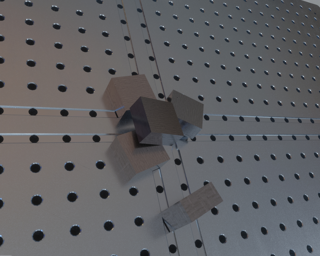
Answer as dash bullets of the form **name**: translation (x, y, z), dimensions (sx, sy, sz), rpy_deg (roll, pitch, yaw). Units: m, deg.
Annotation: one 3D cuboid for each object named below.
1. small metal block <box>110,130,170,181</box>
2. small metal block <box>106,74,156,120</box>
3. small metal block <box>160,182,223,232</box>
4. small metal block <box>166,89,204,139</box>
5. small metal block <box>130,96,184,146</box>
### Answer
- **small metal block**: translation (-0.024, 0.029, 0.377), dimensions (0.050, 0.025, 0.050), rpy_deg (-19, 72, -35)
- **small metal block**: translation (-0.037, -0.042, 0.414), dimensions (0.050, 0.025, 0.050), rpy_deg (-13, 69, -33)
- **small metal block**: translation (0.035, 0.091, 0.355), dimensions (0.050, 0.050, 0.025), rpy_deg (-21, 73, -36)
- **small metal block**: translation (0.032, -0.019, 0.432), dimensions (0.050, 0.025, 0.050), rpy_deg (24, 45, -14)
- **small metal block**: translation (-0.004, -0.007, 0.378), dimensions (0.050, 0.025, 0.050), rpy_deg (8, 53, -39)
